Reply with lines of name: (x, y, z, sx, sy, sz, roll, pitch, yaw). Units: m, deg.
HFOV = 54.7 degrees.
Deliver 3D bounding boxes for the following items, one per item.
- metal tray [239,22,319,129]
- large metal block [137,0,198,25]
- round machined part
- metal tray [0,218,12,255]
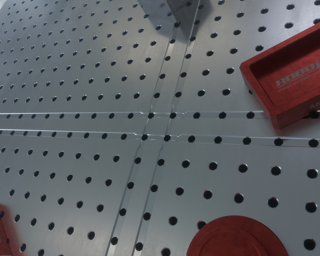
metal tray: (0.171, -0.066, 0.355, 0.130, 0.030, 0.090, -27, 52, 11)
large metal block: (0.017, -0.231, 0.525, 0.080, 0.050, 0.080, 30, 78, 37)
round machined part: (0.068, 0.129, 0.283, 0.098, 0.042, 0.098, -13, 56, 21)
metal tray: (-0.265, 0.174, 0.438, 0.090, 0.030, 0.130, -43, 51, -2)
